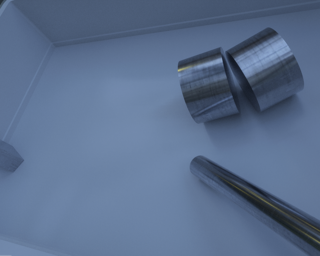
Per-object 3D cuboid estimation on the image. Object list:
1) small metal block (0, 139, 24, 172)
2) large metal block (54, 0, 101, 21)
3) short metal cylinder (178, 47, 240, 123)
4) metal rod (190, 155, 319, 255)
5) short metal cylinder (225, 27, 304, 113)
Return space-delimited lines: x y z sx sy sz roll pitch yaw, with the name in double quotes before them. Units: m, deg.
"small metal block" -0.255 0.040 0.496 0.050 0.050 0.025 32 80 38
"large metal block" -0.181 -0.290 0.662 0.080 0.050 0.080 -32 52 7
"short metal cylinder" 0.060 -0.050 0.369 0.050 0.080 0.080 -16 56 19
"metal rod" 0.101 0.073 0.221 0.025 0.025 0.300 -49 24 -6
"short metal cylinder" 0.116 -0.064 0.349 0.050 0.080 0.080 -29 52 10
